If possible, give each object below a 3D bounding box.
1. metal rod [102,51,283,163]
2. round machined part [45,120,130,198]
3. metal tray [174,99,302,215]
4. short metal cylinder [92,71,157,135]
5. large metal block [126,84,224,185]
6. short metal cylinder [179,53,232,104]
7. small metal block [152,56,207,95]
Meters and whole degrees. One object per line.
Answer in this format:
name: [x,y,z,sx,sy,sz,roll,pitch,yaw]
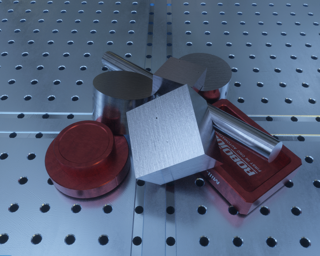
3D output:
metal rod: [0.018,-0.043,0.407,0.025,0.025,0.300,-35,49,-26]
round machined part: [-0.086,0.029,0.366,0.099,0.042,0.098,0,50,0]
metal tray: [0.089,0.028,0.376,0.091,0.030,0.130,-29,56,-23]
short metal cylinder: [-0.046,-0.035,0.401,0.081,0.050,0.080,7,33,-4]
large metal block: [0.015,0.010,0.344,0.080,0.050,0.080,-23,62,24]
short metal cylinder: [0.057,-0.062,0.440,0.081,0.050,0.080,0,50,0]
small metal block: [0.025,-0.060,0.385,0.050,0.025,0.050,21,45,17]
